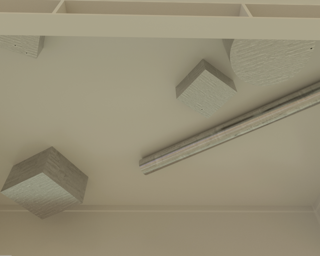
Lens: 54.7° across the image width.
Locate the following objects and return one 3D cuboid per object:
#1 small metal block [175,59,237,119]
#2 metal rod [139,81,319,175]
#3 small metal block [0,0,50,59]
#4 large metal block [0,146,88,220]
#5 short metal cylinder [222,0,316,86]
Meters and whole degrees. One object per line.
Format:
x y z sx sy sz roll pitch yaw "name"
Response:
0.054 -0.046 0.371 0.050 0.025 0.050 30 124 -24 "small metal block"
0.105 -0.002 0.409 0.300 0.025 0.025 -25 126 19 "metal rod"
-0.146 -0.106 0.317 0.050 0.025 0.050 16 128 -14 "small metal block"
-0.168 0.084 0.462 0.080 0.050 0.080 -25 126 19 "large metal block"
0.108 -0.090 0.318 0.081 0.050 0.079 0 130 0 "short metal cylinder"
